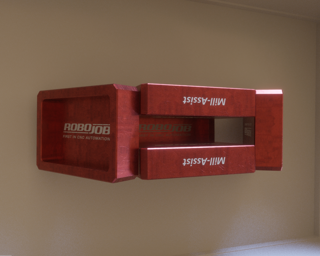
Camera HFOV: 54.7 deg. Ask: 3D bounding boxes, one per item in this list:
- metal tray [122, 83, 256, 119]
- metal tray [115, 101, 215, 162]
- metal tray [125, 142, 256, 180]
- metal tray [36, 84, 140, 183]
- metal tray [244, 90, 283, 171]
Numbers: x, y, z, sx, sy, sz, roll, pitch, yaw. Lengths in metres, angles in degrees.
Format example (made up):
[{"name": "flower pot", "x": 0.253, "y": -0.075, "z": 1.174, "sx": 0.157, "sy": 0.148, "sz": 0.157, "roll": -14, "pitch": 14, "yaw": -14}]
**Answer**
[{"name": "metal tray", "x": 0.030, "y": -0.027, "z": 0.352, "sx": 0.131, "sy": 0.090, "sz": 0.030, "roll": 0, "pitch": 90, "yaw": -20}, {"name": "metal tray", "x": 0.008, "y": 0.003, "z": 0.409, "sx": 0.131, "sy": 0.030, "sz": 0.089, "roll": 0, "pitch": 90, "yaw": -21}, {"name": "metal tray", "x": 0.029, "y": 0.034, "z": 0.353, "sx": 0.131, "sy": 0.090, "sz": 0.030, "roll": 0, "pitch": 90, "yaw": -21}, {"name": "metal tray", "x": -0.080, "y": 0.004, "z": 0.325, "sx": 0.030, "sy": 0.130, "sz": 0.089, "roll": 0, "pitch": 91, "yaw": -52}, {"name": "metal tray", "x": 0.129, "y": 0.002, "z": 0.402, "sx": 0.030, "sy": 0.130, "sz": 0.089, "roll": 1, "pitch": 91, "yaw": 10}]
